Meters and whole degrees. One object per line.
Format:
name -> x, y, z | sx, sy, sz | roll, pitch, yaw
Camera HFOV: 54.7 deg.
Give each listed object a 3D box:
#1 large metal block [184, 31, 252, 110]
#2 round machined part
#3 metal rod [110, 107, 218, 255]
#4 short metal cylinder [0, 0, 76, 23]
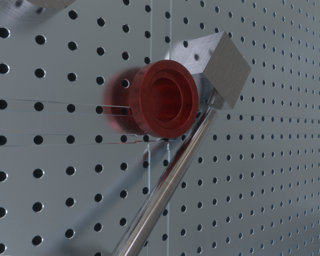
large metal block -> 0.083, -0.082, 0.463 | 0.080, 0.050, 0.080 | 43, 64, -32
round machined part -> 0.001, -0.036, 0.399 | 0.099, 0.042, 0.097 | 0, 90, -40
metal rod -> 0.007, 0.072, 0.380 | 0.025, 0.025, 0.301 | 58, 46, -24
short metal cylinder -> -0.120, -0.147, 0.293 | 0.081, 0.050, 0.079 | 0, 90, -40
